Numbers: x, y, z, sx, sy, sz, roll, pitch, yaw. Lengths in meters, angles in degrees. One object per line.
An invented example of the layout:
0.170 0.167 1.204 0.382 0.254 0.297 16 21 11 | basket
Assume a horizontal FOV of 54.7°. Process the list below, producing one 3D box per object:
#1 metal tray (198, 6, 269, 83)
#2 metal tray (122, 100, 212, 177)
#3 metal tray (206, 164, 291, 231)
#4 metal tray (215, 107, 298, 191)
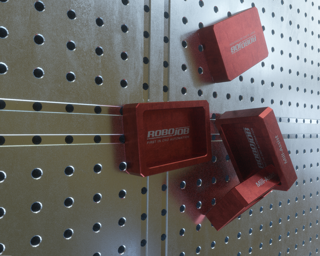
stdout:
0.126 -0.140 0.515 0.131 0.030 0.090 -34 111 -35 | metal tray
0.015 0.009 0.420 0.131 0.030 0.089 -7 94 -40 | metal tray
0.142 0.104 0.488 0.131 0.089 0.030 -20 61 -37 | metal tray
0.150 0.034 0.489 0.030 0.090 0.129 -36 108 -33 | metal tray
